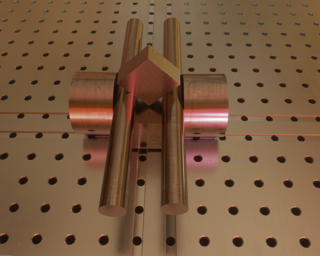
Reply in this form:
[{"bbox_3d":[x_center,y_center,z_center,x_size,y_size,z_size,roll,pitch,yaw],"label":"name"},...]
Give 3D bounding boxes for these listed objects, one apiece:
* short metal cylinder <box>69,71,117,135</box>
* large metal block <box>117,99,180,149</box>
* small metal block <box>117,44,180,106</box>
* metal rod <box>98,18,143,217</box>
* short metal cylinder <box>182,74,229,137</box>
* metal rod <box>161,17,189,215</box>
[{"bbox_3d":[-0.078,-0.031,0.393,0.050,0.080,0.080,1,50,1],"label":"short metal cylinder"},{"bbox_3d":[-0.013,-0.020,0.403,0.081,0.050,0.080,1,50,0],"label":"large metal block"},{"bbox_3d":[-0.013,-0.059,0.354,0.050,0.050,0.025,-31,41,33],"label":"small metal block"},{"bbox_3d":[-0.040,-0.041,0.372,0.025,0.025,0.300,1,50,0],"label":"metal rod"},{"bbox_3d":[0.053,-0.028,0.391,0.050,0.080,0.080,0,50,1],"label":"short metal cylinder"},{"bbox_3d":[0.015,-0.042,0.374,0.025,0.025,0.300,1,50,0],"label":"metal rod"}]
